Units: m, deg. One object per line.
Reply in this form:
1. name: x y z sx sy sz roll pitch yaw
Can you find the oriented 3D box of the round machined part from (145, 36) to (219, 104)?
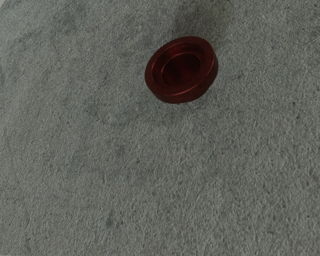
1. round machined part: 0.032 -0.073 0.422 0.098 0.042 0.098 -13 56 21
